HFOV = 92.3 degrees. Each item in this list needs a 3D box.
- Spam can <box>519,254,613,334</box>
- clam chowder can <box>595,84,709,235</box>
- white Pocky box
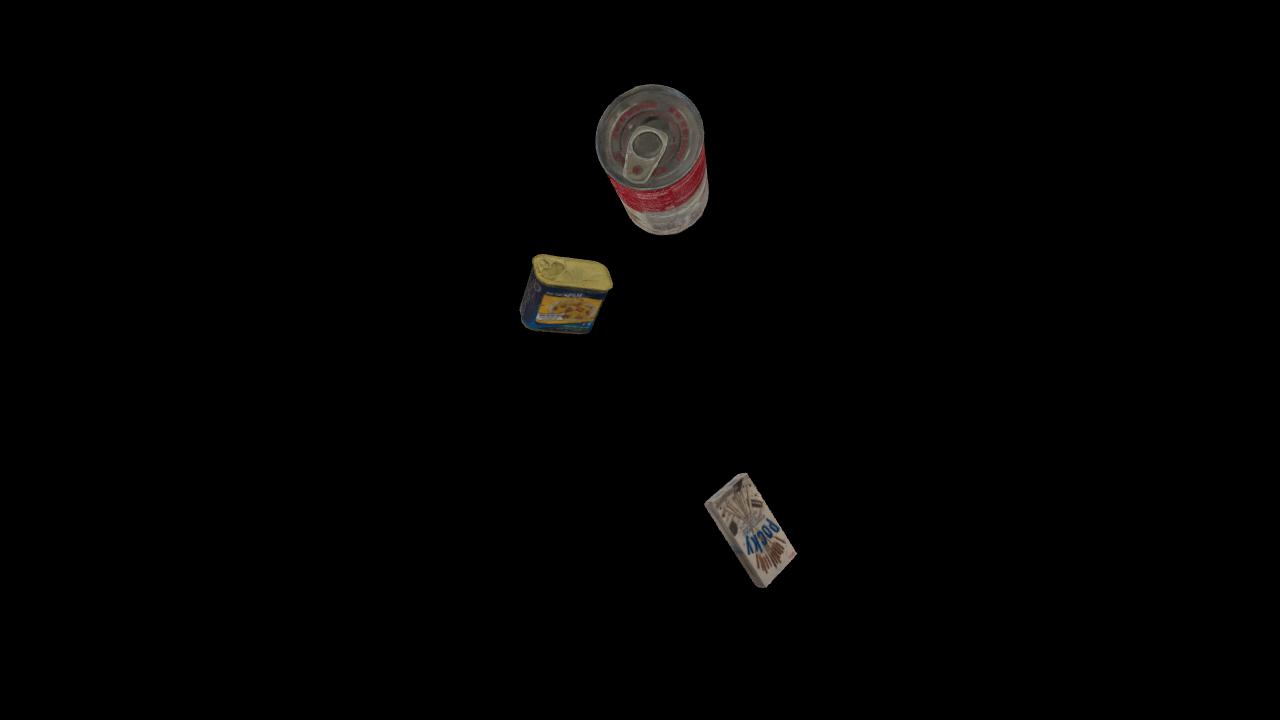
[{"bbox_3d":[-0.097,-0.081,0.790,0.101,0.058,0.085,4,-44,-25],"label":"Spam can"},{"bbox_3d":[0.013,-0.132,0.424,0.068,0.068,0.102,0,-5,9],"label":"clam chowder can"},{"bbox_3d":[0.171,0.260,0.945,0.084,0.154,0.028,-33,1,-31],"label":"white Pocky box"}]
